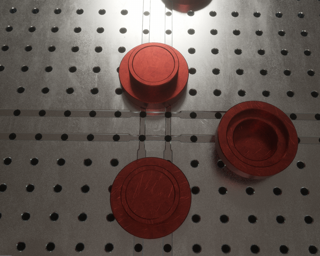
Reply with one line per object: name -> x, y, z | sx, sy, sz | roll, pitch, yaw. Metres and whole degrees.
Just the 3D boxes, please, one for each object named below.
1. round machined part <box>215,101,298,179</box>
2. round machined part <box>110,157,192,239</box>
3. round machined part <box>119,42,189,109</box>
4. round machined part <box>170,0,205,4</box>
round machined part -> 0.119, 0.018, 0.398 | 0.099, 0.042, 0.098 | 0, 70, -1
round machined part -> -0.011, 0.082, 0.373 | 0.099, 0.042, 0.098 | 0, 70, -1
round machined part -> -0.009, -0.079, 0.432 | 0.099, 0.042, 0.098 | 0, 70, -1
round machined part -> 0.044, -0.251, 0.495 | 0.099, 0.042, 0.098 | 0, 70, -1
